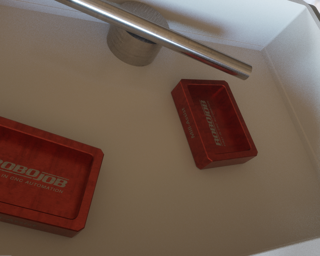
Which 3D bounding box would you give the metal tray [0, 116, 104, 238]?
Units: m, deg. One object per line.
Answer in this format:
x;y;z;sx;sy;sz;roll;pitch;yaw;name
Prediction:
-0.130;0.046;0.304;0.131;0.030;0.090;20;54;-17;metal tray

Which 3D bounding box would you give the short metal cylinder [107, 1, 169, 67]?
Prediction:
-0.033;-0.139;0.458;0.081;0.050;0.080;14;56;-21;short metal cylinder

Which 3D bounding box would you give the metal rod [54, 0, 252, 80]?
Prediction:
-0.006;-0.128;0.418;0.302;0.025;0.025;18;55;-18;metal rod

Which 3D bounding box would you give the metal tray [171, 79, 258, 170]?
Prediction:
0.078;-0.009;0.451;0.091;0.030;0.130;-3;63;-30;metal tray
